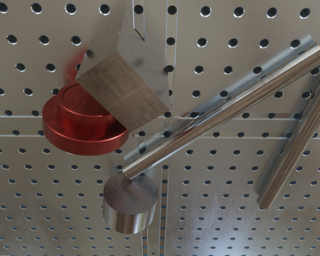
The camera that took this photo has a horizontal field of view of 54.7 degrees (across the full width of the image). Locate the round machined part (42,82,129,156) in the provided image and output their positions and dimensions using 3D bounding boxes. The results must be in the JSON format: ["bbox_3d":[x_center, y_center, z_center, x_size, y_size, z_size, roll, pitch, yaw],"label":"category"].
[{"bbox_3d":[-0.080,-0.017,0.348,0.099,0.098,0.042,9,127,-8],"label":"round machined part"}]

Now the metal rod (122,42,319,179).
[{"bbox_3d":[0.066,-0.009,0.404,0.299,0.025,0.025,-34,123,25],"label":"metal rod"}]

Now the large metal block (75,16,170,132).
[{"bbox_3d":[-0.034,-0.057,0.327,0.050,0.080,0.080,-29,125,22],"label":"large metal block"}]

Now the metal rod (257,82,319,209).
[{"bbox_3d":[0.194,0.013,0.425,0.025,0.025,0.298,5,130,-5],"label":"metal rod"}]

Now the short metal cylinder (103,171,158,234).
[{"bbox_3d":[-0.046,0.112,0.470,0.081,0.080,0.050,6,130,-6],"label":"short metal cylinder"}]
